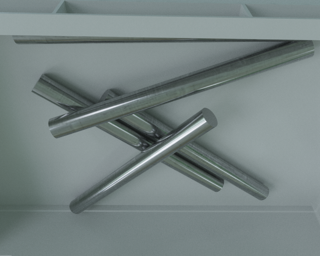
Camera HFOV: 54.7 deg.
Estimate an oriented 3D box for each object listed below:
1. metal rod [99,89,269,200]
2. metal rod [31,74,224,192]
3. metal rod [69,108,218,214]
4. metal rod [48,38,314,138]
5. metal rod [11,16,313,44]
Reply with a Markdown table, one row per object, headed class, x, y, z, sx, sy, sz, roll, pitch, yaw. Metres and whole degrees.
| class | x | y | z | sx | sy | sz | roll | pitch | yaw |
| --- | --- | --- | --- | --- | --- | --- | --- | --- | --- |
| metal rod | 0.049 | 0.034 | 0.438 | 0.301 | 0.025 | 0.025 | 31 | 123 | -24 |
| metal rod | -0.026 | 0.018 | 0.423 | 0.301 | 0.025 | 0.025 | 31 | 123 | -24 |
| metal rod | -0.042 | 0.060 | 0.432 | 0.025 | 0.025 | 0.299 | 34 | 130 | -26 |
| metal rod | 0.018 | -0.044 | 0.350 | 0.301 | 0.025 | 0.025 | -17 | 129 | 6 |
| metal rod | 0.003 | -0.101 | 0.322 | 0.302 | 0.025 | 0.025 | -1 | 130 | 0 |
